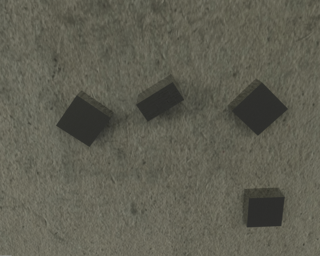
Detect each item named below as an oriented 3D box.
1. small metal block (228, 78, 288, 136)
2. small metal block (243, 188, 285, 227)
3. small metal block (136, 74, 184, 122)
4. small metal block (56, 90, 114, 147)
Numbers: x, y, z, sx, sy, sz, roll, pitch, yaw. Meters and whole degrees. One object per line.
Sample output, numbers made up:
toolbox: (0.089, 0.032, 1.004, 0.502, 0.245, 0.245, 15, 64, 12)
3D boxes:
small metal block: (0.126, -0.027, 0.402, 0.050, 0.025, 0.050, 41, 105, -14)
small metal block: (0.151, 0.117, 0.455, 0.050, 0.025, 0.050, -2, 110, 0)
small metal block: (0.000, -0.038, 0.382, 0.050, 0.050, 0.025, -31, 108, 10)
small metal block: (-0.097, -0.012, 0.404, 0.050, 0.025, 0.050, 35, 106, -13)
